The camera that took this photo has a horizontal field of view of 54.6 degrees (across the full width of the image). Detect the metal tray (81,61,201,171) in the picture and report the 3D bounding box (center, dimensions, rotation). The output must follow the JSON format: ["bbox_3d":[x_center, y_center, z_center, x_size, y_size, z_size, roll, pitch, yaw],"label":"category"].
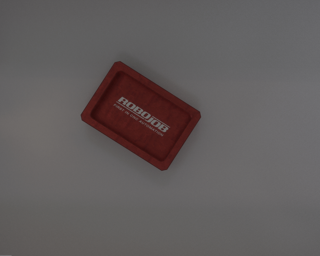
[{"bbox_3d":[-0.024,-0.015,0.408,0.130,0.030,0.090,33,90,0],"label":"metal tray"}]
